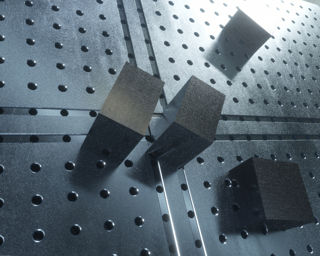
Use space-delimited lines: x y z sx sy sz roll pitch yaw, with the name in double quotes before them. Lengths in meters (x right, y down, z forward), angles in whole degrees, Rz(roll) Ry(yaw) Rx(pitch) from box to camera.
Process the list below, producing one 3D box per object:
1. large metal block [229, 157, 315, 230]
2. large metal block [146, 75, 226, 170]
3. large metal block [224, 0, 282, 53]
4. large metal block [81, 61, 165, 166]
"large metal block" 0.148 0.090 0.416 0.081 0.050 0.080 10 58 -23
"large metal block" 0.033 -0.006 0.393 0.050 0.080 0.080 30 52 -9
"large metal block" 0.186 -0.209 0.619 0.080 0.050 0.080 39 51 -2
"large metal block" -0.043 -0.015 0.358 0.050 0.080 0.080 28 52 -11
